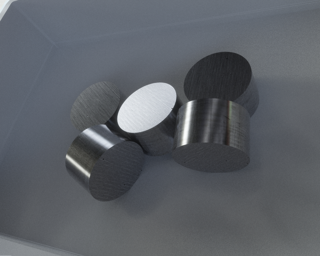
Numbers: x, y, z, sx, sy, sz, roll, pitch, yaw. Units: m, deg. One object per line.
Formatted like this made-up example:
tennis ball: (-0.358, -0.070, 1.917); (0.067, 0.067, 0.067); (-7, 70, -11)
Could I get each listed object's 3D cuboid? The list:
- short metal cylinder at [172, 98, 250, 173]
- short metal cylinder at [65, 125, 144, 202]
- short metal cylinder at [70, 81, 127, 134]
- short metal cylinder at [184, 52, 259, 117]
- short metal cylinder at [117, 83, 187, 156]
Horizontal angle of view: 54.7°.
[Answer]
short metal cylinder: (0.056, 0.011, 0.335); (0.080, 0.080, 0.050); (-6, 60, 25)
short metal cylinder: (-0.066, 0.042, 0.380); (0.050, 0.080, 0.080); (29, 78, 37)
short metal cylinder: (-0.079, -0.019, 0.443); (0.080, 0.050, 0.080); (-13, 56, 21)
short metal cylinder: (0.076, -0.045, 0.378); (0.080, 0.050, 0.080); (-13, 56, 21)
short metal cylinder: (-0.006, -0.011, 0.391); (0.080, 0.050, 0.080); (-18, 44, 19)
